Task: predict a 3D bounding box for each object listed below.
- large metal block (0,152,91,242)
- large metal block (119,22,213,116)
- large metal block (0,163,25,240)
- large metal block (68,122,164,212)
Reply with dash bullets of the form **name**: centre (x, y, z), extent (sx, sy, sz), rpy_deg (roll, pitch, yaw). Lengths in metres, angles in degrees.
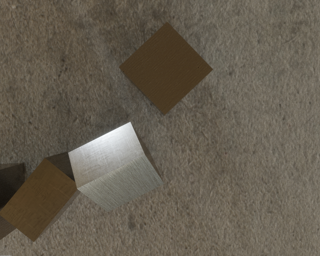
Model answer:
- **large metal block**: centre (-0.133, 0.079, 0.381), extent (0.050, 0.080, 0.080), rpy_deg (39, 90, 0)
- **large metal block**: centre (0.007, -0.072, 0.398), extent (0.080, 0.050, 0.080), rpy_deg (-44, 91, 0)
- **large metal block**: centre (-0.208, 0.088, 0.380), extent (0.050, 0.080, 0.079), rpy_deg (-2, 90, 0)
- **large metal block**: centre (-0.050, 0.050, 0.375), extent (0.080, 0.080, 0.050), rpy_deg (-27, 53, 0)
